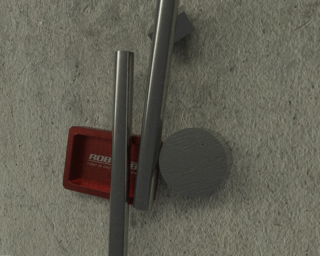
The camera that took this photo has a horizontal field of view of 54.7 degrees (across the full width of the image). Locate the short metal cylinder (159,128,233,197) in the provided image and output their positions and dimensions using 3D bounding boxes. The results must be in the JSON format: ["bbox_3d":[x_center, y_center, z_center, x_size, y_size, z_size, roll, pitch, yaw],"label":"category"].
[{"bbox_3d":[0.045,0.039,0.379,0.080,0.050,0.079,0,90,19],"label":"short metal cylinder"}]

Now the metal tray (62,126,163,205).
[{"bbox_3d":[-0.067,0.050,0.428,0.130,0.030,0.089,8,93,19],"label":"metal tray"}]

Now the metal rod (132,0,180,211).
[{"bbox_3d":[-0.003,-0.049,0.359,0.025,0.025,0.298,11,100,19],"label":"metal rod"}]

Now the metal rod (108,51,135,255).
[{"bbox_3d":[-0.050,0.054,0.392,0.025,0.025,0.298,2,91,19],"label":"metal rod"}]

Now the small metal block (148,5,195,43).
[{"bbox_3d":[0.014,-0.125,0.387,0.050,0.050,0.025,-29,115,17],"label":"small metal block"}]
